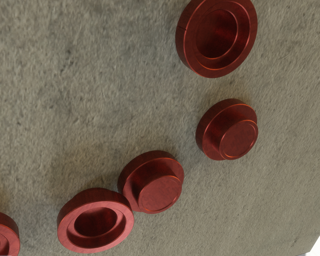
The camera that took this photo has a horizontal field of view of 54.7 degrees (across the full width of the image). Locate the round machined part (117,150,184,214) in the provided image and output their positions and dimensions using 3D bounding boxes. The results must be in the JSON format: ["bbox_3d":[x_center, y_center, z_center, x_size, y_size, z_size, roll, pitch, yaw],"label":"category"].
[{"bbox_3d":[-0.008,0.084,0.445,0.099,0.042,0.097,-14,125,-21],"label":"round machined part"}]

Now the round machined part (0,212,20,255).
[{"bbox_3d":[-0.217,0.131,0.358,0.099,0.042,0.097,-14,125,-21],"label":"round machined part"}]

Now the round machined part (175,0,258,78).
[{"bbox_3d":[0.061,-0.111,0.362,0.099,0.042,0.097,-14,125,-21],"label":"round machined part"}]

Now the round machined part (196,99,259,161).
[{"bbox_3d":[0.106,0.009,0.462,0.099,0.042,0.097,-14,125,-21],"label":"round machined part"}]

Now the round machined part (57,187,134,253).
[{"bbox_3d":[-0.087,0.119,0.418,0.099,0.042,0.097,-10,124,-15],"label":"round machined part"}]
